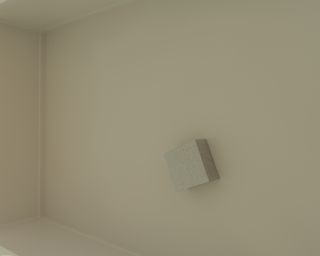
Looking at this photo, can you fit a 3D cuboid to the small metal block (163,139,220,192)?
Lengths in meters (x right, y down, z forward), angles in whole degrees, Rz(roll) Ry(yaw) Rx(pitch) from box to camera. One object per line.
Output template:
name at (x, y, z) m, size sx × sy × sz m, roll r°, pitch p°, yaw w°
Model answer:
small metal block at (0.038, 0.045, 0.374) m, size 0.050 × 0.025 × 0.050 m, roll -27°, pitch 73°, yaw 36°
